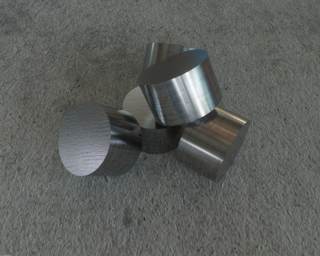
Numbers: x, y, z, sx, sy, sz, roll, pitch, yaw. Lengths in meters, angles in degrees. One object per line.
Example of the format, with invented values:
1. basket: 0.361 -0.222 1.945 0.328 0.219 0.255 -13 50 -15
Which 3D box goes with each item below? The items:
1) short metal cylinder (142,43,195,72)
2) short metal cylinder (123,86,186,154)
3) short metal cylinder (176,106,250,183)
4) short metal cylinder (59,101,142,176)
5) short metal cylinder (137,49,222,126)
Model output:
1. short metal cylinder: 0.017 -0.084 0.431 0.080 0.080 0.050 11 94 9
2. short metal cylinder: -0.005 -0.013 0.399 0.081 0.050 0.080 0 50 0
3. short metal cylinder: 0.062 0.016 0.356 0.050 0.080 0.080 28 56 21
4. short metal cylinder: -0.068 0.014 0.349 0.080 0.050 0.080 -6 78 34
5. short metal cylinder: 0.022 -0.045 0.340 0.080 0.050 0.080 -20 26 11
